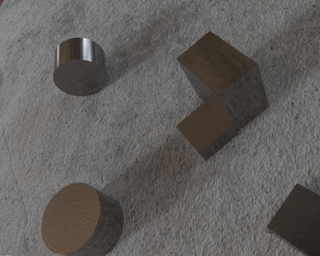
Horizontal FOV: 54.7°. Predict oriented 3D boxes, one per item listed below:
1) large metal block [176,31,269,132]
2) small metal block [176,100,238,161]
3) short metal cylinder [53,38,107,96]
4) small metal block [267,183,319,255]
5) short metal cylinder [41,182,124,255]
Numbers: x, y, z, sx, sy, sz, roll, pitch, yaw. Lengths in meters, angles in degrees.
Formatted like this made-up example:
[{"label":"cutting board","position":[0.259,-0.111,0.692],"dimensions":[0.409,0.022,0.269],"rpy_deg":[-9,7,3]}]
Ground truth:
[{"label":"large metal block","position":[0.074,-0.053,0.362],"dimensions":[0.050,0.080,0.080],"rpy_deg":[-40,51,1]},{"label":"small metal block","position":[0.056,0.003,0.373],"dimensions":[0.050,0.025,0.050],"rpy_deg":[-40,51,1]},{"label":"short metal cylinder","position":[-0.127,-0.096,0.494],"dimensions":[0.080,0.080,0.050],"rpy_deg":[-22,54,15]},{"label":"small metal block","position":[0.135,0.087,0.280],"dimensions":[0.050,0.025,0.050],"rpy_deg":[32,79,38]},{"label":"short metal cylinder","position":[-0.091,0.111,0.367],"dimensions":[0.080,0.050,0.080],"rpy_deg":[-13,56,21]}]
